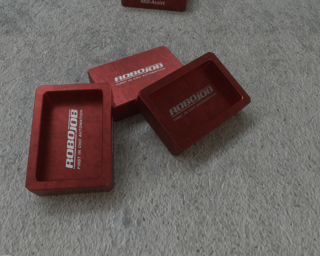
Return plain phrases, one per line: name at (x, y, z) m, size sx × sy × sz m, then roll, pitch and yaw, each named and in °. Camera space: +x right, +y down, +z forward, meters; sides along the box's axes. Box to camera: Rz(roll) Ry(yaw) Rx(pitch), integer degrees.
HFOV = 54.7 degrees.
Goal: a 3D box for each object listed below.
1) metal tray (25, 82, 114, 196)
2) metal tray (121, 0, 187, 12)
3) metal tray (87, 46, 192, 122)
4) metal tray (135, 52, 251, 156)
metal tray at (-0.102, 0.011, 0.367) m, size 0.091 × 0.030 × 0.130 m, roll -3°, pitch 66°, yaw -3°
metal tray at (-0.007, -0.281, 0.635) m, size 0.131 × 0.030 × 0.090 m, roll 8°, pitch 50°, yaw 6°
metal tray at (-0.029, -0.069, 0.458) m, size 0.131 × 0.030 × 0.090 m, roll -22°, pitch 54°, yaw -18°
metal tray at (0.045, -0.035, 0.407) m, size 0.131 × 0.030 × 0.090 m, roll -33°, pitch 81°, yaw -25°
